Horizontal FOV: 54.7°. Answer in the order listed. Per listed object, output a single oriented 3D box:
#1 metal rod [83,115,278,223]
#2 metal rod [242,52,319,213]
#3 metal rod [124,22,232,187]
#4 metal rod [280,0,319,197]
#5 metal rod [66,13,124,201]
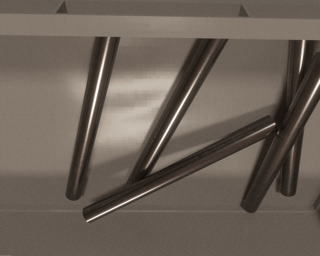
[{"bbox_3d":[0.020,0.063,0.438,0.300,0.025,0.025,-28,125,12],"label":"metal rod"},{"bbox_3d":[0.159,0.032,0.416,0.025,0.025,0.298,2,137,-2],"label":"metal rod"},{"bbox_3d":[0.007,0.002,0.410,0.025,0.025,0.298,17,128,-15],"label":"metal rod"},{"bbox_3d":[0.175,-0.011,0.402,0.025,0.025,0.298,-9,130,7],"label":"metal rod"},{"bbox_3d":[-0.094,-0.002,0.405,0.025,0.025,0.298,13,129,-12],"label":"metal rod"}]
